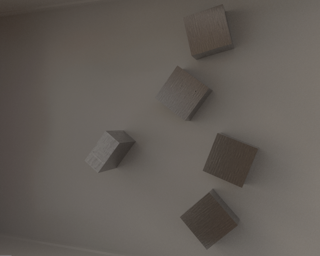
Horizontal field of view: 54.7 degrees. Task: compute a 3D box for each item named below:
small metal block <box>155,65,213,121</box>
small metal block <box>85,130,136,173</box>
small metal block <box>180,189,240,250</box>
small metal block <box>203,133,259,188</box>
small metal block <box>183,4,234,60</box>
[{"bbox_3d":[0.031,-0.044,0.399,0.050,0.025,0.050,39,102,15],"label":"small metal block"},{"bbox_3d":[-0.066,0.031,0.419,0.025,0.050,0.050,40,102,15],"label":"small metal block"},{"bbox_3d":[0.063,0.113,0.388,0.050,0.025,0.050,-44,77,14],"label":"small metal block"},{"bbox_3d":[0.087,0.038,0.380,0.050,0.025,0.050,22,97,18],"label":"small metal block"},{"bbox_3d":[0.061,-0.119,0.388,0.050,0.025,0.050,-13,86,19],"label":"small metal block"}]
